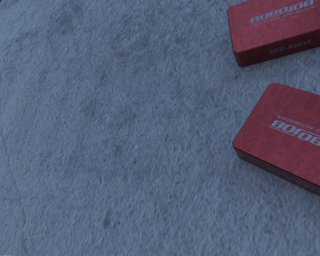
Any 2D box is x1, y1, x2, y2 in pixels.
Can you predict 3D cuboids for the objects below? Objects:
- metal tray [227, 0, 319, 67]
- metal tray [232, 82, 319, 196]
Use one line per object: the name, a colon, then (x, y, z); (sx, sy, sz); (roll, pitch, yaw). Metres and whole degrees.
metal tray: (0.159, -0.138, 0.402); (0.130, 0.030, 0.090); (-13, 56, 20)
metal tray: (0.153, 0.013, 0.312); (0.130, 0.030, 0.090); (26, 76, 36)
